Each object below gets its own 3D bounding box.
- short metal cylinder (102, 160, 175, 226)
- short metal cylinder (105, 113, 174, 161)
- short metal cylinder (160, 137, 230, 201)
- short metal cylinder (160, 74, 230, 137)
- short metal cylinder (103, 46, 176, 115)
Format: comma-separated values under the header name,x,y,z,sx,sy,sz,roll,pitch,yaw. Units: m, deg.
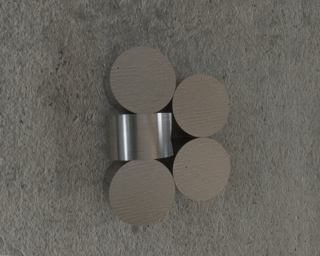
name,x,y,z,sx,sy,sz,roll,pitch,yaw
short metal cylinder,-0.028,0.075,0.387,0.081,0.050,0.080,0,90,-19
short metal cylinder,-0.025,0.009,0.372,0.081,0.080,0.050,-3,92,-20
short metal cylinder,0.045,0.051,0.413,0.081,0.050,0.080,0,91,-19
short metal cylinder,0.044,-0.029,0.412,0.081,0.050,0.080,0,91,-20
short metal cylinder,-0.027,-0.056,0.387,0.081,0.050,0.080,0,90,-19
